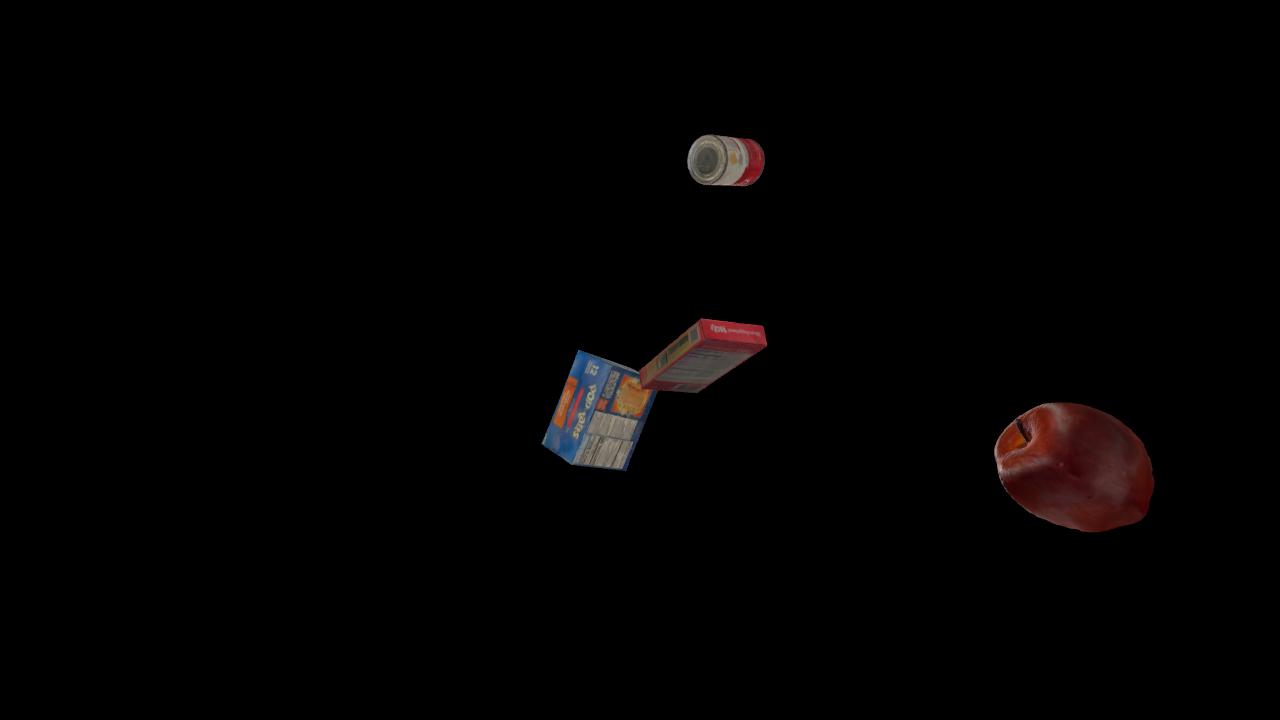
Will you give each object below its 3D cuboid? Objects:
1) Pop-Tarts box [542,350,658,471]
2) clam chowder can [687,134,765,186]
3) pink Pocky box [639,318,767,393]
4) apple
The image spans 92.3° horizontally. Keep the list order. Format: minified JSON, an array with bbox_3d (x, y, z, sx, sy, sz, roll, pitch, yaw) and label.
[{"bbox_3d":[-0.062,0.086,1.015,0.083,0.167,0.141,22,1,38],"label":"Pop-Tarts box"},{"bbox_3d":[0.122,-0.282,0.872,0.068,0.068,0.102,0,11,41],"label":"clam chowder can"},{"bbox_3d":[0.069,-0.001,0.719,0.084,0.029,0.155,4,-24,-26],"label":"pink Pocky box"},{"bbox_3d":[0.282,0.069,0.401,0.093,0.079,0.079,35,-1,-1],"label":"apple"}]
